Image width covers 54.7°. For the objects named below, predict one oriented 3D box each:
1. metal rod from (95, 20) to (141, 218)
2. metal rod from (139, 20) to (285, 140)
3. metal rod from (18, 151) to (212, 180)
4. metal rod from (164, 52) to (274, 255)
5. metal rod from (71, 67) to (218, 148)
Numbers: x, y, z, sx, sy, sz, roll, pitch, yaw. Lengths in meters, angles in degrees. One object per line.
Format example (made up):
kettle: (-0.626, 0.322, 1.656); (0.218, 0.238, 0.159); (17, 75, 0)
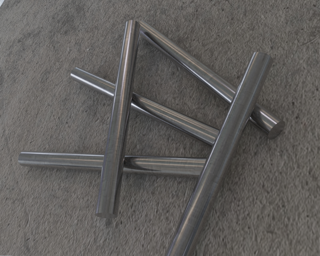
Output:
metal rod: (-0.051, -0.032, 0.417); (0.025, 0.025, 0.299); (-10, 57, 23)
metal rod: (0.048, -0.083, 0.429); (0.025, 0.025, 0.300); (-42, 51, -1)
metal rod: (-0.078, 0.047, 0.416); (0.300, 0.025, 0.025); (-1, 62, 28)
metal rod: (0.053, 0.054, 0.322); (0.025, 0.025, 0.299); (18, 77, 35)
metal rod: (-0.036, -0.039, 0.446); (0.300, 0.025, 0.025); (27, 77, 37)
